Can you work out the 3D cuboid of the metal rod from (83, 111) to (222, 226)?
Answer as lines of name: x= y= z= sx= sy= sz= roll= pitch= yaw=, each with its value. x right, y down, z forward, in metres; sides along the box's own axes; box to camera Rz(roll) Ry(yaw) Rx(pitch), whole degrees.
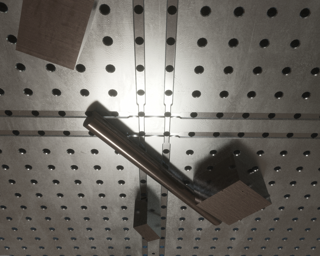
metal rod: x=0.006 y=0.075 z=0.475 sx=0.025 sy=0.025 sz=0.300 roll=-33 pitch=123 yaw=24

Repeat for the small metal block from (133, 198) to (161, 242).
small metal block: x=-0.021 y=0.157 z=0.529 sx=0.025 sy=0.050 sz=0.050 roll=-21 pitch=127 yaw=16

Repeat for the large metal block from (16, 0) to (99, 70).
large metal block: x=-0.085 y=-0.113 z=0.278 sx=0.050 sy=0.080 sz=0.079 roll=18 pitch=128 yaw=-15

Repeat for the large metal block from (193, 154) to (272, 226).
large metal block: x=0.110 y=0.098 z=0.481 sx=0.080 sy=0.050 sz=0.080 roll=36 pitch=121 yaw=-27
